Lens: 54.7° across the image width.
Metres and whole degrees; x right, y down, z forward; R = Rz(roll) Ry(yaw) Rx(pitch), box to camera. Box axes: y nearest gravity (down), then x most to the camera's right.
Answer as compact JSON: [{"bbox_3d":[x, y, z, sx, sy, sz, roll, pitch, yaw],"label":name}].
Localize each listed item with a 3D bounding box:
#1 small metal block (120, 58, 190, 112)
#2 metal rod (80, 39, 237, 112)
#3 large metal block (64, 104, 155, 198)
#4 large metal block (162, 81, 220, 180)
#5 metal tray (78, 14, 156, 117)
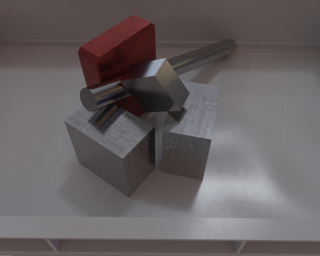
[{"bbox_3d":[-0.005,-0.043,0.327,0.050,0.050,0.025,0,51,42],"label":"small metal block"},{"bbox_3d":[0.022,-0.083,0.415,0.025,0.025,0.302,34,41,25],"label":"metal rod"},{"bbox_3d":[-0.053,0.021,0.351,0.080,0.080,0.050,29,56,22],"label":"large metal block"},{"bbox_3d":[0.036,0.003,0.367,0.050,0.080,0.080,10,51,8],"label":"large metal block"},{"bbox_3d":[-0.045,-0.061,0.385,0.030,0.129,0.090,33,58,25],"label":"metal tray"}]
